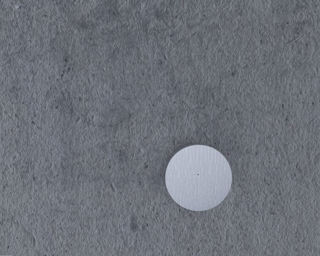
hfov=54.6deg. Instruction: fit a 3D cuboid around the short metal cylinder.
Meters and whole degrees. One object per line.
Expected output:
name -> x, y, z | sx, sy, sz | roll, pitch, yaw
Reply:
short metal cylinder -> 0.047, 0.060, 0.398 | 0.080, 0.050, 0.080 | 0, 90, 0
